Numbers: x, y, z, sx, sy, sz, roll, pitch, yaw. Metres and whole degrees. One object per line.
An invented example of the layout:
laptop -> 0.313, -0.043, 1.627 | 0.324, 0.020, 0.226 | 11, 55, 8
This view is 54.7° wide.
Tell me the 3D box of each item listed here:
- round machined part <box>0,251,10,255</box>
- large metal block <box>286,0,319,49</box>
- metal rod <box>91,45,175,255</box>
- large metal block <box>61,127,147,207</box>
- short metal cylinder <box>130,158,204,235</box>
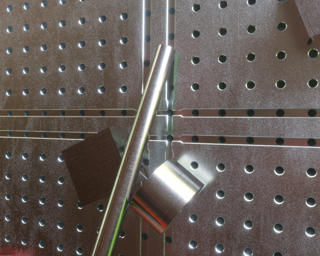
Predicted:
round machined part -> -0.276, 0.256, 0.501 | 0.098, 0.042, 0.097 | 0, 90, 19
large metal block -> 0.186, -0.144, 0.334 | 0.080, 0.050, 0.080 | -20, 83, 19
metal rod -> -0.033, 0.036, 0.378 | 0.025, 0.025, 0.299 | 12, 77, 19
large metal block -> -0.076, 0.051, 0.426 | 0.080, 0.050, 0.080 | -26, 82, 18
short metal cylinder -> 0.009, 0.083, 0.380 | 0.050, 0.080, 0.080 | 40, 103, 15
